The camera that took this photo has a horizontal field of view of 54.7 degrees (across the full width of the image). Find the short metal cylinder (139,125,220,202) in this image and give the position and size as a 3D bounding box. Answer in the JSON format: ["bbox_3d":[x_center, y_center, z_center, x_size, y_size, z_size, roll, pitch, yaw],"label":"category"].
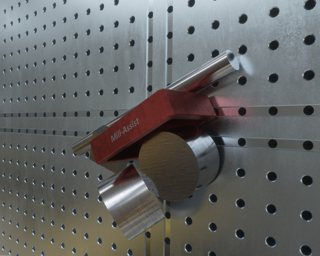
[{"bbox_3d":[0.022,0.040,0.363,0.080,0.050,0.079,7,103,35],"label":"short metal cylinder"}]

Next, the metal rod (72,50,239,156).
[{"bbox_3d":[-0.028,-0.020,0.427,0.299,0.025,0.025,-27,73,36],"label":"metal rod"}]

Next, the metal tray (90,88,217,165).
[{"bbox_3d":[-0.010,0.002,0.370,0.130,0.091,0.030,-33,70,35],"label":"metal tray"}]

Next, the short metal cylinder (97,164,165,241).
[{"bbox_3d":[-0.036,0.092,0.389,0.050,0.080,0.080,-31,64,-9],"label":"short metal cylinder"}]

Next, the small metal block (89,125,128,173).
[{"bbox_3d":[-0.072,0.031,0.447,0.050,0.025,0.050,26,123,17],"label":"small metal block"}]
